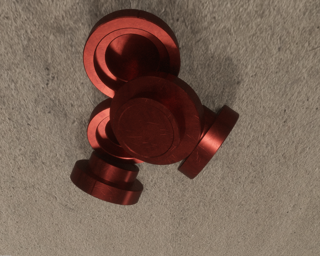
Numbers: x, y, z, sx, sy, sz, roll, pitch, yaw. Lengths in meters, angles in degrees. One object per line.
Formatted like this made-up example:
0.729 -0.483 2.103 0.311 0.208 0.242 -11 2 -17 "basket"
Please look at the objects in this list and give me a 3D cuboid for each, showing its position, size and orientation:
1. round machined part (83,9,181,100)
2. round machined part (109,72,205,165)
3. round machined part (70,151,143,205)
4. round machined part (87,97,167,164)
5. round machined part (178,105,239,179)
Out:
-0.028 -0.078 0.329 0.099 0.042 0.097 0 130 0 "round machined part"
-0.007 -0.004 0.313 0.098 0.042 0.097 8 115 17 "round machined part"
-0.067 0.063 0.423 0.099 0.098 0.042 22 94 -18 "round machined part"
-0.040 -0.003 0.393 0.099 0.042 0.097 -1 130 0 "round machined part"
0.049 0.011 0.377 0.042 0.098 0.097 36 126 5 "round machined part"
